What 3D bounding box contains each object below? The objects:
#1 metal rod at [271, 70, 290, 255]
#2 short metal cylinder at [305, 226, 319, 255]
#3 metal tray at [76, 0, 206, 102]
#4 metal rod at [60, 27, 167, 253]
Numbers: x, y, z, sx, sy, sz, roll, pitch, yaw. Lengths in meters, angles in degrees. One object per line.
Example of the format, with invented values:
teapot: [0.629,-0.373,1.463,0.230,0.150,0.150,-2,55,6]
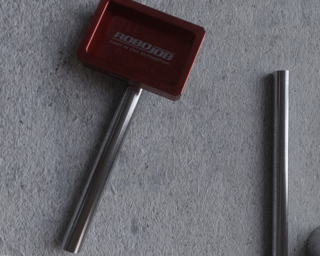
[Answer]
metal rod: [0.185,0.062,0.477,0.025,0.025,0.298,1,90,-20]
short metal cylinder: [0.287,0.205,0.502,0.081,0.050,0.080,0,90,-20]
metal tray: [-0.021,-0.097,0.374,0.131,0.030,0.090,22,83,2]
metal rod: [-0.054,0.005,0.389,0.025,0.025,0.299,24,82,-19]
